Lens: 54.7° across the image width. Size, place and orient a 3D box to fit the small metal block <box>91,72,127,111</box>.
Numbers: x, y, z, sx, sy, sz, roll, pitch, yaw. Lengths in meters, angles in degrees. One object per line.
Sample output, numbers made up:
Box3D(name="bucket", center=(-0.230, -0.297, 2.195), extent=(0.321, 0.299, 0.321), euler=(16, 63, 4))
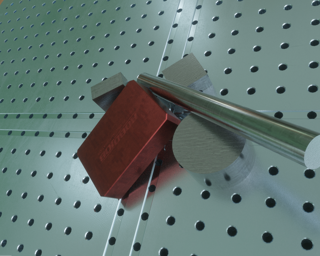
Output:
Box3D(name="small metal block", center=(-0.065, -0.048, 0.454), extent=(0.050, 0.050, 0.025), euler=(-25, 53, 13))

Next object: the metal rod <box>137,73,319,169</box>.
Box3D(name="metal rod", center=(0.041, -0.027, 0.334), extent=(0.025, 0.025, 0.300), euler=(-47, 31, -5))

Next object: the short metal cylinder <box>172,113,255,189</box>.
Box3D(name="short metal cylinder", center=(0.061, 0.022, 0.346), extent=(0.080, 0.050, 0.080), euler=(-13, 56, 21))

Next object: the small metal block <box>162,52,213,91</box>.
Box3D(name="small metal block", center=(0.037, -0.069, 0.430), extent=(0.050, 0.025, 0.050), euler=(-31, 52, 7))

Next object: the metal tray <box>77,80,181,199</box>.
Box3D(name="metal tray", center=(-0.044, 0.014, 0.397), extent=(0.130, 0.030, 0.090), euler=(-51, 51, 11))
